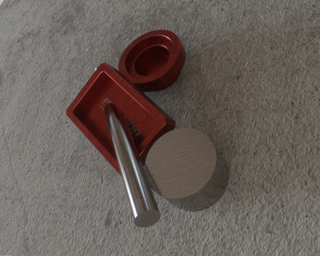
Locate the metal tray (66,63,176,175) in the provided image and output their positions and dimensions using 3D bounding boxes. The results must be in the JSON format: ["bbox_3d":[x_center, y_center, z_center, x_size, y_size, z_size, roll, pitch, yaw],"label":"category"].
[{"bbox_3d":[-0.055,-0.013,0.404,0.130,0.030,0.090,43,100,25],"label":"metal tray"}]

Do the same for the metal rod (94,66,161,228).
[{"bbox_3d":[-0.054,-0.004,0.398,0.025,0.025,0.300,-34,40,6],"label":"metal rod"}]

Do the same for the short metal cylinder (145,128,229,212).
[{"bbox_3d":[0.030,0.046,0.344,0.080,0.050,0.080,-13,56,21],"label":"short metal cylinder"}]

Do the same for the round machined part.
[{"bbox_3d":[-0.008,-0.093,0.454,0.098,0.042,0.098,-13,56,21],"label":"round machined part"}]
